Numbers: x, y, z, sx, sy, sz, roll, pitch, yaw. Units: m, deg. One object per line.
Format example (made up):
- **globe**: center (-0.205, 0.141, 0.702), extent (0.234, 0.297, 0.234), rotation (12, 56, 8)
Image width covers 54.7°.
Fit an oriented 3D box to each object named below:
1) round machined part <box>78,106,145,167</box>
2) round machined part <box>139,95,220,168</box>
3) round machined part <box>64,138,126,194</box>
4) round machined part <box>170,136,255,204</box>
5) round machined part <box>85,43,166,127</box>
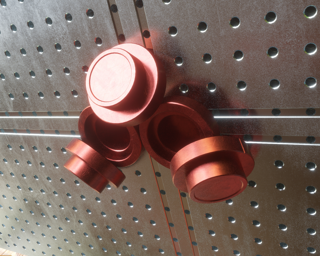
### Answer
- **round machined part**: center (-0.061, 0.003, 0.431), extent (0.098, 0.042, 0.097), rotation (13, 124, 20)
- **round machined part**: center (0.027, 0.004, 0.387), extent (0.098, 0.042, 0.097), rotation (13, 124, 20)
- **round machined part**: center (-0.102, 0.061, 0.460), extent (0.098, 0.042, 0.098), rotation (34, 163, 12)
- **round machined part**: center (0.064, 0.055, 0.365), extent (0.099, 0.042, 0.097), rotation (-7, 142, -5)
- **round machined part**: center (-0.046, -0.052, 0.357), extent (0.098, 0.042, 0.098), rotation (-5, 78, 26)
